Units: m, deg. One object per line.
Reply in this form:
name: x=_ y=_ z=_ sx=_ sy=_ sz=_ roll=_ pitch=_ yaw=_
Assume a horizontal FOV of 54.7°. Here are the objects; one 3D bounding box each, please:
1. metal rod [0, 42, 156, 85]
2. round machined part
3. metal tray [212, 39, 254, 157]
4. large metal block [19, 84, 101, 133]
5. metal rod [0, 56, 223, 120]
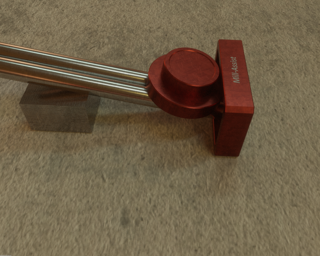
metal rod: x=-0.064 y=-0.070 z=0.404 sx=0.302 sy=0.025 sz=0.025 roll=10 pitch=50 yaw=-9
round machined part: x=0.035 y=-0.062 z=0.383 sx=0.099 sy=0.042 sz=0.098 roll=7 pitch=52 yaw=-9
metal tray: x=0.087 y=-0.040 z=0.396 sx=0.030 sy=0.089 sz=0.130 roll=3 pitch=50 yaw=2
large metal block: x=-0.128 y=-0.042 z=0.417 sx=0.080 sy=0.050 sz=0.080 roll=3 pitch=50 yaw=2
metal rod: x=-0.066 y=-0.050 z=0.387 sx=0.302 sy=0.025 sz=0.025 roll=10 pitch=50 yaw=-8
